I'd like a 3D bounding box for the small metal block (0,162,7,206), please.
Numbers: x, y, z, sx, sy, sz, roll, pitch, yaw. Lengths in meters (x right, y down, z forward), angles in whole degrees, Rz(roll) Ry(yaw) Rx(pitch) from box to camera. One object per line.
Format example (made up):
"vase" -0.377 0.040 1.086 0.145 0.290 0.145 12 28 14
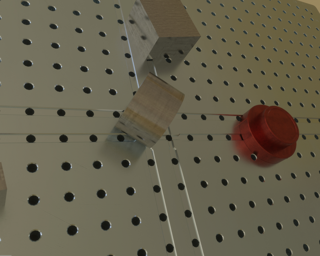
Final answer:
"small metal block" -0.165 0.056 0.270 0.050 0.050 0.025 -10 67 -33

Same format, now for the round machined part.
"round machined part" 0.181 0.003 0.496 0.099 0.042 0.098 14 56 -21

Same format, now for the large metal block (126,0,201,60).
"large metal block" 0.005 -0.159 0.494 0.081 0.050 0.080 -12 68 -34

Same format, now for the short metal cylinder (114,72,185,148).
"short metal cylinder" -0.013 -0.022 0.381 0.050 0.080 0.080 33 51 -8
